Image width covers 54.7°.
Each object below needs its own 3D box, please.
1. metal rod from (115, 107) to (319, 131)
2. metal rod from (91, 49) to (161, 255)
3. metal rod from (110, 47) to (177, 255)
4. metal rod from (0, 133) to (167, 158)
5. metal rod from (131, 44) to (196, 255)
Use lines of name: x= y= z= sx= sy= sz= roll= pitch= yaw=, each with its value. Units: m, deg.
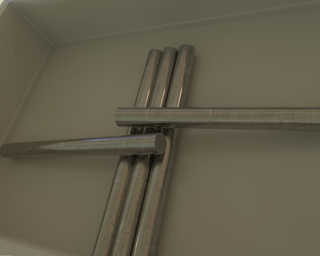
metal rod: x=0.089 y=-0.011 z=0.341 sx=0.301 sy=0.025 sz=0.025 roll=1 pitch=62 yaw=21
metal rod: x=-0.035 y=0.019 z=0.410 sx=0.025 sy=0.025 sz=0.300 roll=-1 pitch=61 yaw=27
metal rod: x=-0.014 y=0.018 z=0.399 sx=0.025 sy=0.025 sz=0.300 roll=-1 pitch=61 yaw=27
metal rod: x=-0.126 y=0.028 z=0.430 sx=0.300 sy=0.025 sz=0.025 roll=-4 pitch=60 yaw=32
metal rod: x=0.009 y=0.018 z=0.387 sx=0.025 sy=0.025 sz=0.300 roll=-1 pitch=61 yaw=27
